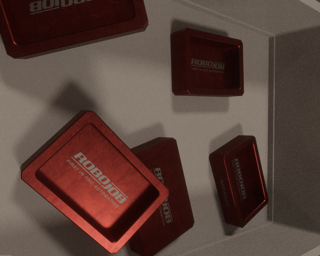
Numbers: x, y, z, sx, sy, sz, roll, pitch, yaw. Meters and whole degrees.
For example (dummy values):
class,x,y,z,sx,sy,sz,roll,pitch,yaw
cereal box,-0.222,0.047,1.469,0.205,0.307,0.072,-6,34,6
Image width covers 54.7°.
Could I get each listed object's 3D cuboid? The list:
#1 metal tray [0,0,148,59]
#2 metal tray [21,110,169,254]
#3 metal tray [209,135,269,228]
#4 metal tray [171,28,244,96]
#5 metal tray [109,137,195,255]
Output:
class,x,y,z,sx,sy,sz,roll,pitch,yaw
metal tray,-0.084,-0.122,0.284,0.131,0.030,0.089,-13,102,0
metal tray,-0.063,0.056,0.324,0.090,0.030,0.130,-46,110,-13
metal tray,0.135,0.087,0.519,0.091,0.030,0.129,-26,107,-37
metal tray,0.076,-0.094,0.468,0.131,0.030,0.089,-3,92,-40
metal tray,-0.008,0.086,0.399,0.091,0.030,0.129,-22,104,-38
